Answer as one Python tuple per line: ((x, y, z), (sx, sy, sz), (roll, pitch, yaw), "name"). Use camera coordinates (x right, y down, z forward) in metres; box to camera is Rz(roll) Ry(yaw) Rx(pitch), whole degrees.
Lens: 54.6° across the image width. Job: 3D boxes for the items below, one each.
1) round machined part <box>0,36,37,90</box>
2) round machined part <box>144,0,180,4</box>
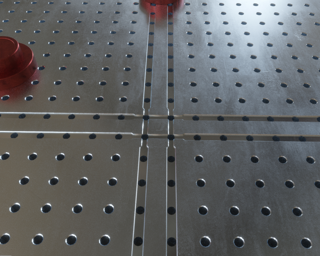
((-0.250, -0.107, 0.486), (0.099, 0.042, 0.098), (0, 50, 0), "round machined part")
((0.004, -0.305, 0.653), (0.099, 0.042, 0.098), (0, 50, 0), "round machined part")
